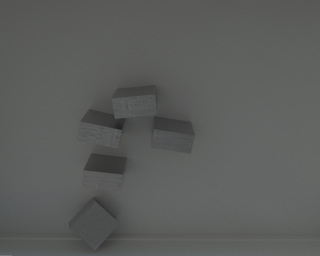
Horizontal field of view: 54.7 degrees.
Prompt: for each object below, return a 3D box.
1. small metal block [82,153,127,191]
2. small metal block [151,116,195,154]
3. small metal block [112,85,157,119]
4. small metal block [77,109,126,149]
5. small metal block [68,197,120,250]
[{"bbox_3d":[-0.073,0.059,0.419,0.050,0.050,0.025,7,110,-3],"label":"small metal block"},{"bbox_3d":[0.016,0.008,0.401,0.050,0.050,0.025,9,110,-4],"label":"small metal block"},{"bbox_3d":[-0.030,-0.033,0.385,0.050,0.050,0.025,-5,110,1],"label":"small metal block"},{"bbox_3d":[-0.073,0.000,0.397,0.050,0.050,0.025,12,110,-5],"label":"small metal block"},{"bbox_3d":[-0.096,0.139,0.451,0.050,0.025,0.050,-46,105,-12],"label":"small metal block"}]
